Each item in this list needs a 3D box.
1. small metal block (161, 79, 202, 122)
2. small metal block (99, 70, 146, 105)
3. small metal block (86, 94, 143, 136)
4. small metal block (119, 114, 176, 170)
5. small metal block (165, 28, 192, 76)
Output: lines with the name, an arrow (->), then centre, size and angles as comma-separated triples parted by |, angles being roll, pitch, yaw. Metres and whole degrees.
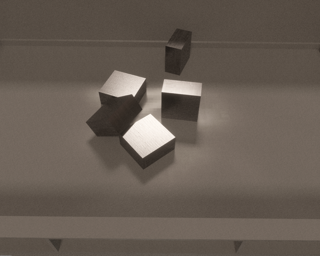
small metal block -> 0.029, -0.037, 0.420 | 0.050, 0.050, 0.025 | 6, 51, 5
small metal block -> -0.053, -0.053, 0.449 | 0.050, 0.025, 0.050 | 17, 52, 13
small metal block -> -0.059, -0.016, 0.402 | 0.050, 0.025, 0.050 | -5, 37, 46
small metal block -> -0.016, 0.016, 0.391 | 0.050, 0.025, 0.050 | -32, 57, -24
small metal block -> 0.029, -0.120, 0.490 | 0.025, 0.050, 0.050 | 17, 52, 13
